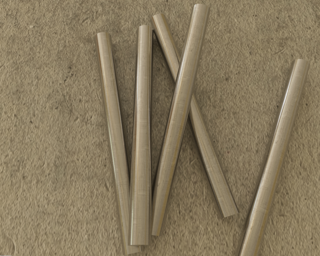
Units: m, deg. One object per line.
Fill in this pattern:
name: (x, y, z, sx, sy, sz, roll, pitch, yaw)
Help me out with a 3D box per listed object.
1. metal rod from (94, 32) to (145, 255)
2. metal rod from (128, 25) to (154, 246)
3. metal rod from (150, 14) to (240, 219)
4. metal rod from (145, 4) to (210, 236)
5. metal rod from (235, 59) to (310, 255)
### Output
metal rod: (-0.057, 0.005, 0.405, 0.025, 0.025, 0.299, -10, 70, -4)
metal rod: (-0.022, -0.009, 0.398, 0.025, 0.025, 0.299, 0, 65, 0)
metal rod: (0.040, -0.029, 0.419, 0.025, 0.025, 0.299, -16, 71, -6)
metal rod: (0.024, -0.019, 0.393, 0.025, 0.025, 0.299, 12, 79, 4)
metal rod: (0.145, 0.039, 0.395, 0.025, 0.025, 0.300, 21, 71, 7)
